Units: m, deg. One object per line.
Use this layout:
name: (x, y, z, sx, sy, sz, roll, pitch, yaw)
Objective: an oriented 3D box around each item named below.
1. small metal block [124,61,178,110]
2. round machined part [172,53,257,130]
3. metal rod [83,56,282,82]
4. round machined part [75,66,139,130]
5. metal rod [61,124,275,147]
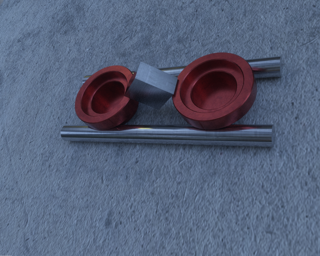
small metal block: (-0.012, -0.052, 0.394, 0.050, 0.050, 0.025, 138, 150, -61)
round machined part: (0.068, -0.040, 0.377, 0.098, 0.042, 0.098, -13, 56, 21)
metal rod: (0.013, -0.075, 0.443, 0.300, 0.025, 0.025, 0, 62, 28)
round machined part: (-0.070, -0.039, 0.450, 0.098, 0.042, 0.098, -13, 56, 21)
metal rod: (-0.010, 0.008, 0.405, 0.300, 0.025, 0.025, 0, 62, 28)
